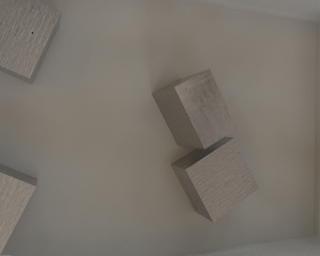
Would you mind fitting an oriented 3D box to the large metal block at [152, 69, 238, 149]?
[{"bbox_3d":[0.041,-0.023,0.396,0.050,0.080,0.080,-30,100,-17],"label":"large metal block"}]

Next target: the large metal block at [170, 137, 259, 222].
[{"bbox_3d":[0.074,0.066,0.425,0.080,0.050,0.080,-31,100,-17],"label":"large metal block"}]

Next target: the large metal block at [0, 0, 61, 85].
[{"bbox_3d":[-0.164,-0.103,0.337,0.080,0.050,0.080,24,82,-19],"label":"large metal block"}]

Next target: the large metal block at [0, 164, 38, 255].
[{"bbox_3d":[-0.188,0.079,0.328,0.080,0.050,0.080,28,81,-18],"label":"large metal block"}]
